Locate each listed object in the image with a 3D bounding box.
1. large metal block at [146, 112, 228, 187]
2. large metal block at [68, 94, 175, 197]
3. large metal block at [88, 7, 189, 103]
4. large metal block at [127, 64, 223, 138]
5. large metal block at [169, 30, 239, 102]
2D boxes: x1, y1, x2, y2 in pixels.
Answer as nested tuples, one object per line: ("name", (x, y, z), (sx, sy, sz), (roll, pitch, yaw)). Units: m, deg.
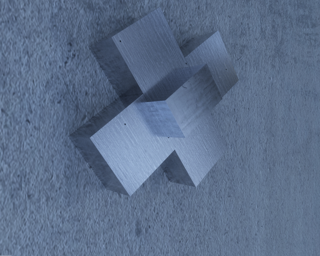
("large metal block", (0.037, 0.020, 0.422), (0.080, 0.050, 0.080), (-44, 117, -31))
("large metal block", (-0.041, 0.018, 0.356), (0.080, 0.050, 0.080), (-44, 117, -31))
("large metal block", (-0.023, -0.085, 0.371), (0.080, 0.050, 0.080), (-44, 117, -31))
("large metal block", (0.016, -0.033, 0.385), (0.080, 0.080, 0.050), (-44, 117, -31))
("large metal block", (0.057, -0.079, 0.439), (0.080, 0.050, 0.080), (-44, 117, -31))
